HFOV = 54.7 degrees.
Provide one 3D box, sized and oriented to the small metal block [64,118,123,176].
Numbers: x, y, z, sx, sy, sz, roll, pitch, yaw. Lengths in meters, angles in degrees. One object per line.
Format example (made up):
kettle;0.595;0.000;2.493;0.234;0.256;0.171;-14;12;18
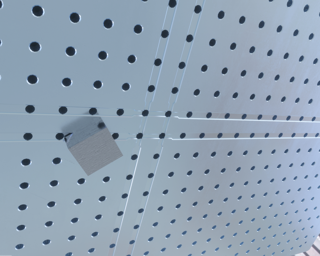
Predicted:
small metal block;-0.081;0.023;0.383;0.050;0.025;0.050;-30;129;-9
